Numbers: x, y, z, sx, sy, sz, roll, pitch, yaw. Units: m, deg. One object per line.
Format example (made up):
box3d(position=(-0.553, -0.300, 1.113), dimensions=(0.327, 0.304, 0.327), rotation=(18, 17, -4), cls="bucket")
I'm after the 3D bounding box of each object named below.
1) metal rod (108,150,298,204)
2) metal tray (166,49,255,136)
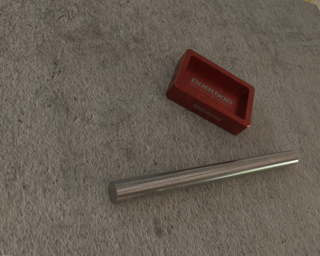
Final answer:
box3d(position=(0.078, 0.058, 0.412), dimensions=(0.303, 0.025, 0.025), rotation=(-5, 64, -31), cls="metal rod")
box3d(position=(0.082, -0.056, 0.480), dimensions=(0.131, 0.030, 0.090), rotation=(28, 52, -11), cls="metal tray")
